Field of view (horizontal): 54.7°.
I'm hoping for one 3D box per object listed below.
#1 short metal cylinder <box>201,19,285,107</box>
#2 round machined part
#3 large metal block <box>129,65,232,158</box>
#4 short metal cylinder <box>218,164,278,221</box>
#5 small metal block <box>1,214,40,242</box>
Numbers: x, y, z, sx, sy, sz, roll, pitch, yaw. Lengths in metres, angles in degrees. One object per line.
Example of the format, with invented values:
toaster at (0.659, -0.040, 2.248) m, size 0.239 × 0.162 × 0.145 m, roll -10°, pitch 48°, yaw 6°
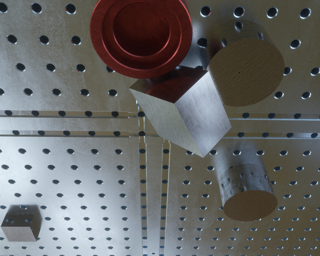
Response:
short metal cylinder at (0.087, -0.070, 0.337) m, size 0.081 × 0.050 × 0.079 m, roll 0°, pitch 130°, yaw 0°
round machined part at (-0.018, -0.102, 0.313) m, size 0.099 × 0.042 × 0.097 m, roll -1°, pitch 130°, yaw 0°
large metal block at (0.023, -0.023, 0.348) m, size 0.050 × 0.080 × 0.080 m, roll -45°, pitch 128°, yaw -17°
short metal cylinder at (0.136, 0.102, 0.484) m, size 0.081 × 0.050 × 0.079 m, roll 0°, pitch 131°, yaw 0°
small metal block at (-0.252, 0.183, 0.564) m, size 0.050 × 0.025 × 0.050 m, roll 1°, pitch 130°, yaw -1°
